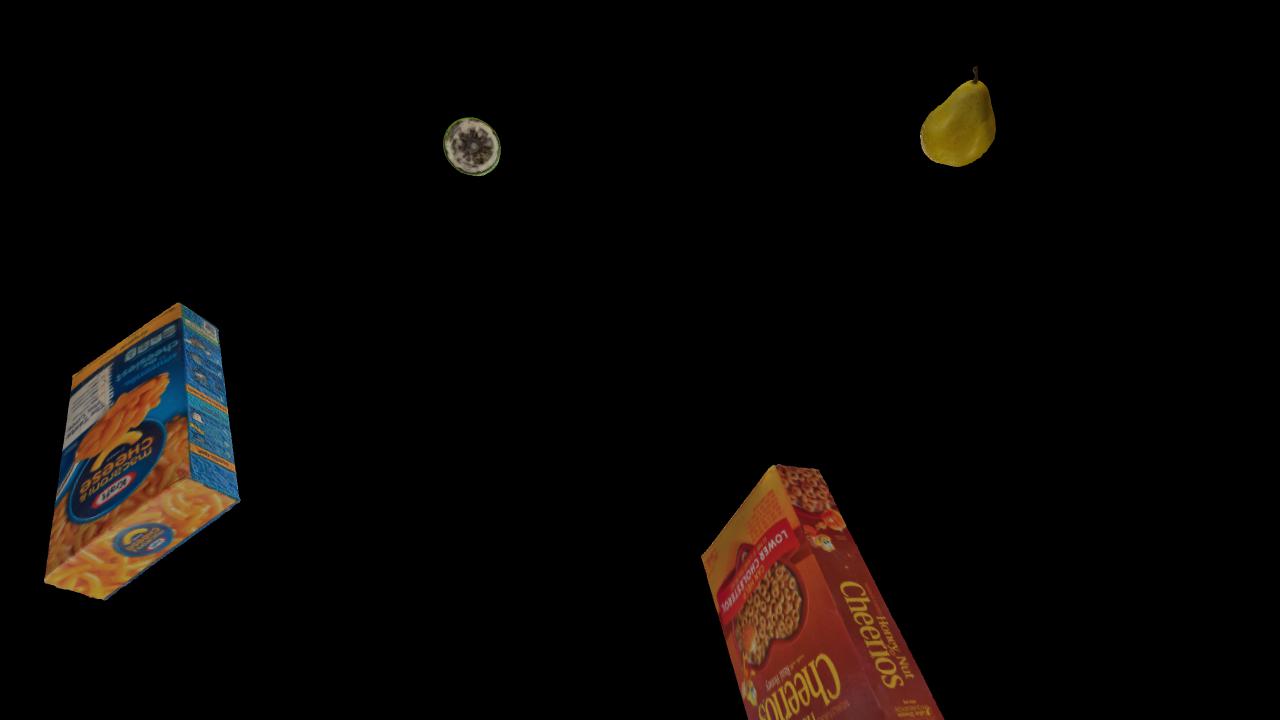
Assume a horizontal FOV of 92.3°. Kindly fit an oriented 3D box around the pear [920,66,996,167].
[{"bbox_3d":[0.375,-0.281,0.705,0.080,0.080,0.111,0,-37,-6],"label":"pear"}]

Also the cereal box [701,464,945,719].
[{"bbox_3d":[0.175,0.296,0.667,0.081,0.203,0.306,10,39,-22],"label":"cereal box"}]

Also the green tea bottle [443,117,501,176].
[{"bbox_3d":[-0.230,-0.292,0.852,0.073,0.073,0.212,0,18,-14],"label":"green tea bottle"}]

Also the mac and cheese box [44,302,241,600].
[{"bbox_3d":[-0.318,0.047,0.397,0.184,0.093,0.041,48,-8,40],"label":"mac and cheese box"}]
